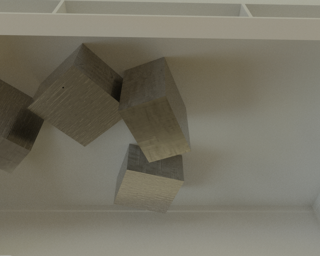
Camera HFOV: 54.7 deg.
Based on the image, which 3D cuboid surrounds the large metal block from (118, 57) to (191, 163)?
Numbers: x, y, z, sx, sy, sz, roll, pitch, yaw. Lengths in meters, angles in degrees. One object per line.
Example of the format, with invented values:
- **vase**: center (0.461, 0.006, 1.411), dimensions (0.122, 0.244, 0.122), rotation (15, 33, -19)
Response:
- **large metal block**: center (-0.004, -0.021, 0.355), dimensions (0.050, 0.080, 0.080), rotation (-17, 128, 13)

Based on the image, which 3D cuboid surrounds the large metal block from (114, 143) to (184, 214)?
- **large metal block**: center (-0.018, 0.076, 0.458), dimensions (0.081, 0.050, 0.079), rotation (14, 129, -12)

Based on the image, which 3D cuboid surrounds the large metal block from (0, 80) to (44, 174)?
- **large metal block**: center (-0.189, -0.006, 0.365), dimensions (0.080, 0.080, 0.050), rotation (34, 122, -26)

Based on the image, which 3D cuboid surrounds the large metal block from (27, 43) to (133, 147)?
- **large metal block**: center (-0.089, -0.036, 0.361), dimensions (0.080, 0.050, 0.080), rotation (-35, 123, 25)
